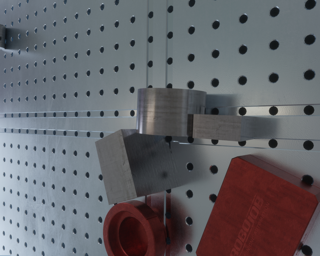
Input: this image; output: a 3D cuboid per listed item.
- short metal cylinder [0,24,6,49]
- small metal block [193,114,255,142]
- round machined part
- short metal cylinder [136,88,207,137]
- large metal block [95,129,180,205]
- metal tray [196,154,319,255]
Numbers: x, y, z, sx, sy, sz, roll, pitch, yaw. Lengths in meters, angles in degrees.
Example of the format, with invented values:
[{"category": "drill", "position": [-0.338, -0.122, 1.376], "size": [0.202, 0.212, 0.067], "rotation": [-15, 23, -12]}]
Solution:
[{"category": "short metal cylinder", "position": [-0.395, -0.211, 0.700], "size": [0.080, 0.081, 0.050], "rotation": [10, 96, 39]}, {"category": "small metal block", "position": [0.069, -0.001, 0.331], "size": [0.050, 0.050, 0.025], "rotation": [4, 93, 31]}, {"category": "round machined part", "position": [-0.030, 0.147, 0.423], "size": [0.098, 0.042, 0.097], "rotation": [0, 90, 40]}, {"category": "short metal cylinder", "position": [0.013, -0.018, 0.363], "size": [0.080, 0.081, 0.050], "rotation": [5, 93, 40]}, {"category": "large metal block", "position": [-0.028, 0.047, 0.396], "size": [0.050, 0.081, 0.080], "rotation": [-25, 75, 37]}, {"category": "metal tray", "position": [0.099, 0.104, 0.324], "size": [0.090, 0.030, 0.129], "rotation": [28, 107, 36]}]
